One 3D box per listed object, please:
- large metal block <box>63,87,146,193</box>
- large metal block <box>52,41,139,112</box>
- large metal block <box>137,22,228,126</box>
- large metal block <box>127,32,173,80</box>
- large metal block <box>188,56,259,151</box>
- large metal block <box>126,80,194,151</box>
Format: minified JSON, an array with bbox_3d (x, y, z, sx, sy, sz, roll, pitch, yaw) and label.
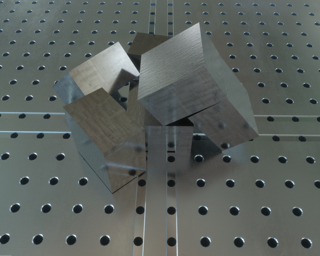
[{"bbox_3d":[-0.061,0.014,0.358,0.050,0.080,0.080,-32,58,-25],"label":"large metal block"},{"bbox_3d":[-0.087,-0.063,0.417,0.080,0.080,0.050,-41,105,-29],"label":"large metal block"},{"bbox_3d":[0.024,-0.060,0.352,0.080,0.050,0.080,-23,44,25],"label":"large metal block"},{"bbox_3d":[0.002,-0.083,0.442,0.080,0.080,0.050,10,51,9],"label":"large metal block"},{"bbox_3d":[0.076,-0.031,0.388,0.050,0.080,0.080,-27,43,28],"label":"large metal block"},{"bbox_3d":[0.000,-0.017,0.406,0.080,0.050,0.080,1,50,0],"label":"large metal block"}]
